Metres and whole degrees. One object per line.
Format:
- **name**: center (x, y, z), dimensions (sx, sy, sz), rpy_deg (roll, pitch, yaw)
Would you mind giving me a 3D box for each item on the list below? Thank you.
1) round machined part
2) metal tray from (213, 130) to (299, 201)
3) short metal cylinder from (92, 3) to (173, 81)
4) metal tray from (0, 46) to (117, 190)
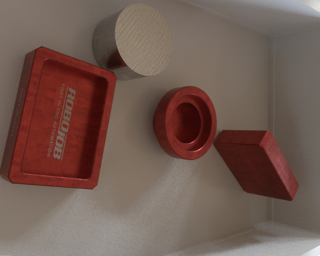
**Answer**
- **round machined part**: center (0.030, -0.007, 0.423), dimensions (0.099, 0.042, 0.097), rpy_deg (0, 90, -40)
- **metal tray**: center (0.155, 0.059, 0.497), dimensions (0.030, 0.090, 0.130), rpy_deg (-52, 121, -27)
- **short metal cylinder**: center (-0.032, -0.098, 0.365), dimensions (0.081, 0.050, 0.079), rpy_deg (0, 90, -40)
- **metal tray**: center (-0.100, -0.006, 0.320), dimensions (0.091, 0.030, 0.129), rpy_deg (15, 81, -39)
